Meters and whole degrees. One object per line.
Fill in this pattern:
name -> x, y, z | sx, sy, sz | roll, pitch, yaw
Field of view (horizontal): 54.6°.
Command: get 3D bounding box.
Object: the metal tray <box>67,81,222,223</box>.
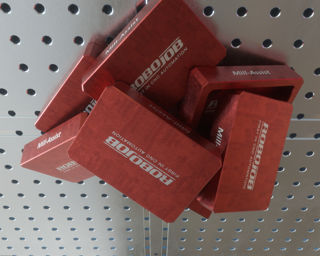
metal tray -> -0.016, 0.025, 0.314 | 0.130, 0.030, 0.090 | 35, 110, -3

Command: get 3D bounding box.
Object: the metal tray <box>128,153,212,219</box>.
metal tray -> 0.005, 0.068, 0.408 | 0.090, 0.130, 0.030 | 35, 80, -27

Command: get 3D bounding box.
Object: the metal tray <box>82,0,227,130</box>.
metal tray -> -0.007, -0.066, 0.327 | 0.130, 0.030, 0.090 | -43, 121, 14

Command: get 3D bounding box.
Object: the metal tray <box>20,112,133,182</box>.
metal tray -> -0.105, 0.031, 0.404 | 0.130, 0.030, 0.090 | -24, 143, 33

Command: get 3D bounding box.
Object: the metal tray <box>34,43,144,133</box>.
metal tray -> -0.083, -0.028, 0.383 | 0.090, 0.030, 0.129 | 31, 123, -24

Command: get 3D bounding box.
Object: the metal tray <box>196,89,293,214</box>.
metal tray -> 0.097, 0.028, 0.349 | 0.091, 0.030, 0.129 | 8, 97, -33

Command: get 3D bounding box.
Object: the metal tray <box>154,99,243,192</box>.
metal tray -> 0.050, 0.021, 0.388 | 0.130, 0.090, 0.030 | 37, 121, -26

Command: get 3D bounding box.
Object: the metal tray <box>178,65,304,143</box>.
metal tray -> 0.090, -0.025, 0.358 | 0.131, 0.030, 0.089 | -6, 133, -22
